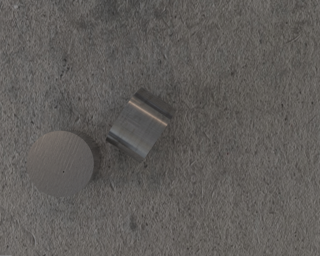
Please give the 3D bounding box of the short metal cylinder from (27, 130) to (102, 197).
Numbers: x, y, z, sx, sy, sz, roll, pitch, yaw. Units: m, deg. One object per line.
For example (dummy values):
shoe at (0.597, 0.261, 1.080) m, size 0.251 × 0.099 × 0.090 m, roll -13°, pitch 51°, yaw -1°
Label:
short metal cylinder at (-0.120, 0.043, 0.396) m, size 0.081 × 0.050 × 0.080 m, roll 0°, pitch 90°, yaw 0°

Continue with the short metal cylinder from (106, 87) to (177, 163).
short metal cylinder at (-0.022, -0.003, 0.382) m, size 0.050 × 0.080 × 0.080 m, roll 34°, pitch 90°, yaw 0°
